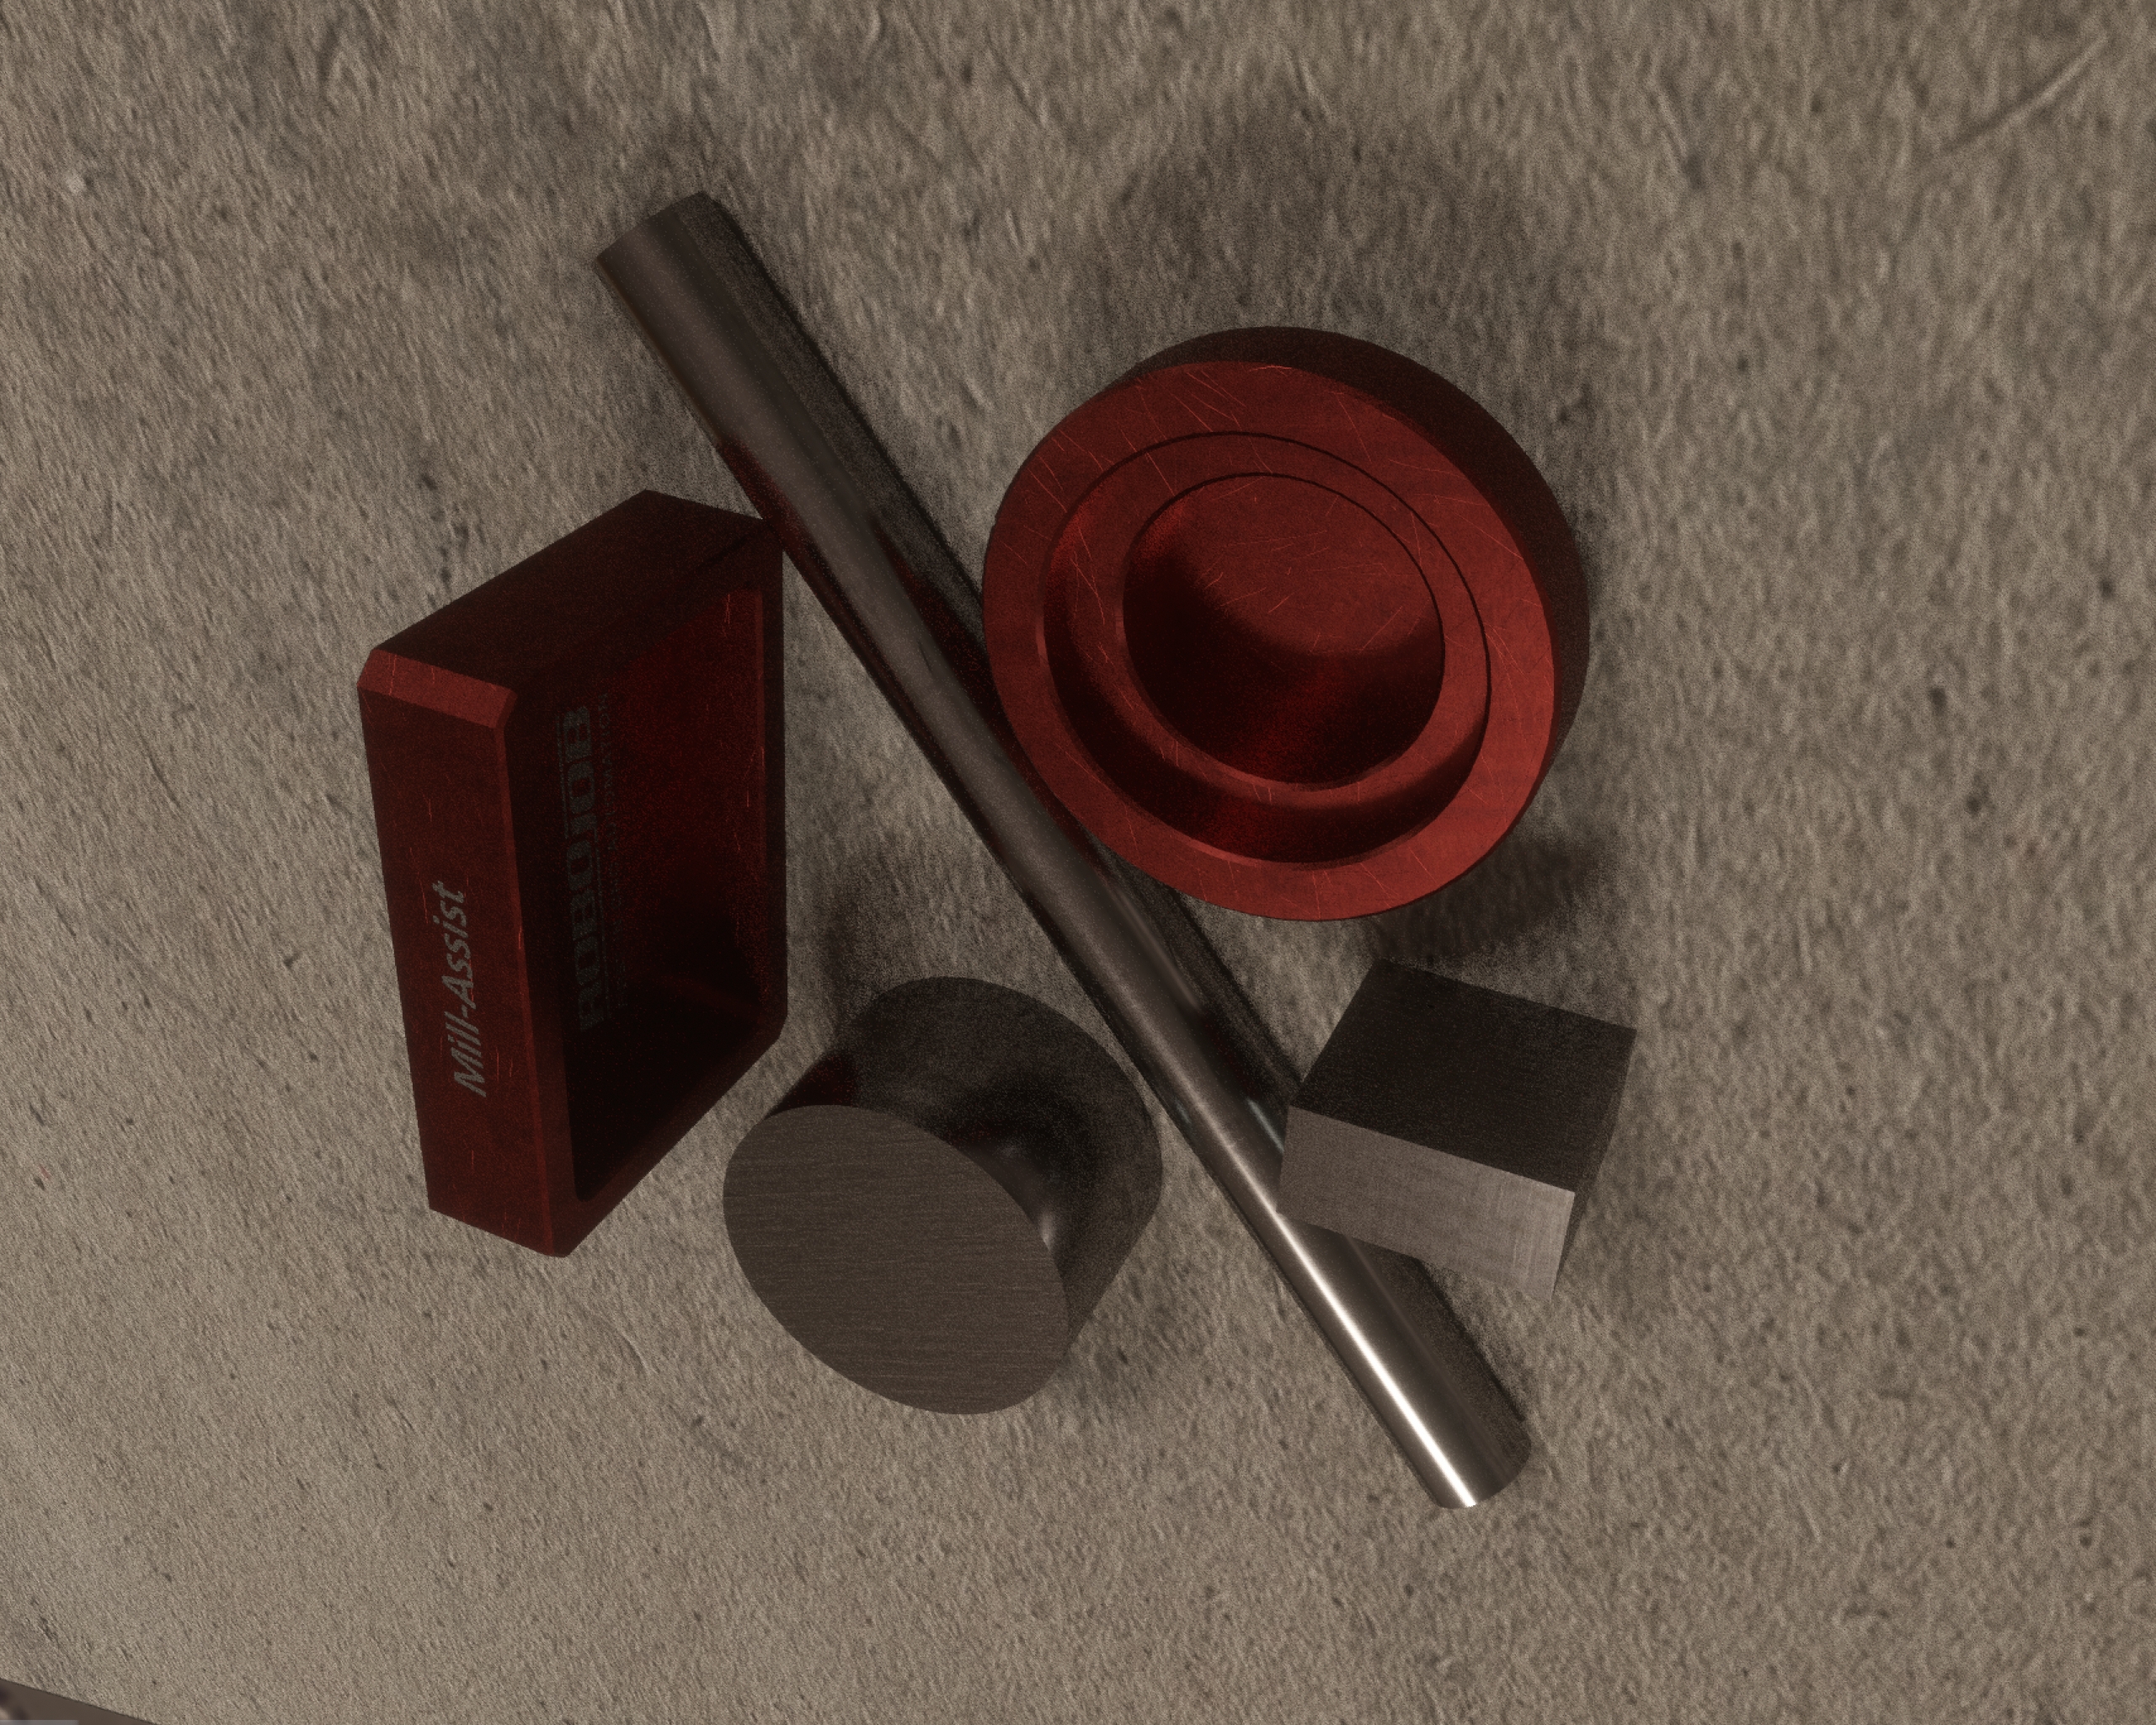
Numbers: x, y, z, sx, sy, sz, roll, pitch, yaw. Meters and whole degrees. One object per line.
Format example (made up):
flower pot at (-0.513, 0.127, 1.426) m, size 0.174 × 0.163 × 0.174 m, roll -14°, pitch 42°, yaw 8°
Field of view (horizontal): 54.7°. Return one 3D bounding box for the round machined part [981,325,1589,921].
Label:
round machined part at (0.037, -0.042, 0.351) m, size 0.098 × 0.042 × 0.097 m, roll 13°, pitch 124°, yaw 20°

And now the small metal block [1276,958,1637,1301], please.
small metal block at (0.069, 0.047, 0.380) m, size 0.050 × 0.050 × 0.025 m, roll 16°, pitch 125°, yaw 19°

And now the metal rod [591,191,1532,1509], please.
metal rod at (0.004, 0.007, 0.410) m, size 0.025 × 0.025 × 0.299 m, roll -24°, pitch 106°, yaw 36°

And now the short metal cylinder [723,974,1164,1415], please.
short metal cylinder at (-0.028, 0.071, 0.449) m, size 0.080 × 0.050 × 0.079 m, roll 13°, pitch 124°, yaw 20°

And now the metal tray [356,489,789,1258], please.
metal tray at (-0.094, 0.002, 0.416) m, size 0.030 × 0.090 × 0.129 m, roll 17°, pitch 125°, yaw 18°
